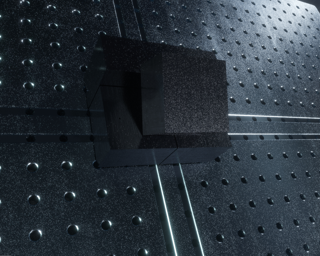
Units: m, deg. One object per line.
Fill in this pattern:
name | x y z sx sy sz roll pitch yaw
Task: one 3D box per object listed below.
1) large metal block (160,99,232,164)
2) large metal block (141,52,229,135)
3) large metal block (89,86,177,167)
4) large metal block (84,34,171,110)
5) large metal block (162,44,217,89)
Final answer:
large metal block | 0.038 0.000 0.411 0.081 0.050 0.080 1 62 -28
large metal block | 0.027 -0.033 0.343 0.081 0.050 0.080 0 86 -29
large metal block | -0.035 -0.001 0.373 0.081 0.050 0.080 1 62 -28
large metal block | -0.044 -0.065 0.389 0.081 0.080 0.050 1 62 -28
large metal block | 0.028 -0.064 0.427 0.081 0.080 0.050 1 62 -28
